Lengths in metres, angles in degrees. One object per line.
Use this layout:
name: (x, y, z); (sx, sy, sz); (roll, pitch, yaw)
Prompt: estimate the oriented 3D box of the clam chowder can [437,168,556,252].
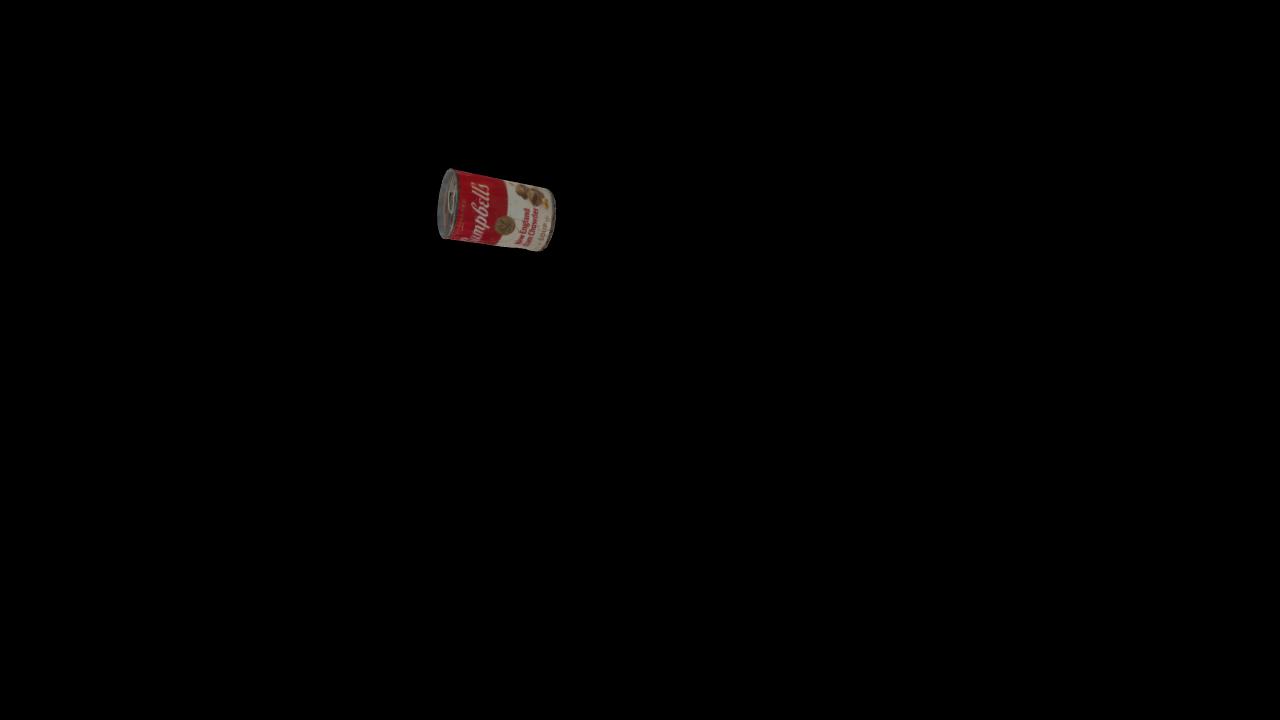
clam chowder can: (-0.144, -0.148, 0.619); (0.102, 0.068, 0.068); (2, -1, -33)
